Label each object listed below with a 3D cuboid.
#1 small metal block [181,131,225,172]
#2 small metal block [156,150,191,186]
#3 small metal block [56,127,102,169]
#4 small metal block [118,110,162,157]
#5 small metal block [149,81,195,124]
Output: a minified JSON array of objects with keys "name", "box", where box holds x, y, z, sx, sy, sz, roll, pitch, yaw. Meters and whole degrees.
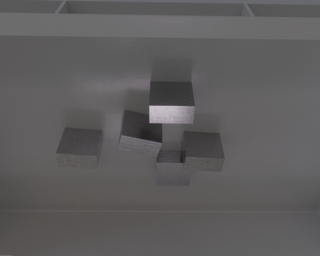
[{"name":"small metal block","box":[0.057,0.031,0.420,0.050,0.050,0.025,4,130,-3]},{"name":"small metal block","box":[0.020,0.060,0.460,0.050,0.025,0.050,1,130,-1]},{"name":"small metal block","box":[-0.106,0.027,0.414,0.050,0.050,0.025,5,130,-4]},{"name":"small metal block","box":[-0.025,0.006,0.398,0.050,0.050,0.025,12,129,-10]},{"name":"small metal block","box":[0.013,-0.031,0.366,0.050,0.050,0.025,1,130,-1]}]
